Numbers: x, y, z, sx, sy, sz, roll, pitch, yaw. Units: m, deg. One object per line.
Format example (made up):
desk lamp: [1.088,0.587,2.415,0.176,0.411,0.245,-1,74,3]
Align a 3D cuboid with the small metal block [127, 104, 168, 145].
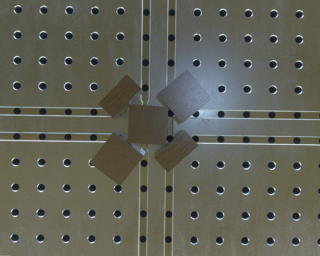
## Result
small metal block: [-0.015,-0.004,0.413,0.050,0.025,0.050,4,89,1]

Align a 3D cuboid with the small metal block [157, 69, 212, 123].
small metal block: [0.032,-0.041,0.413,0.050,0.025,0.050,-40,90,0]

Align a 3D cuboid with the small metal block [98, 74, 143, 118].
small metal block: [-0.049,-0.039,0.400,0.025,0.050,0.050,44,91,-1]

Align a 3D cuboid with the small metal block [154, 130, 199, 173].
small metal block: [0.020,0.028,0.401,0.050,0.050,0.025,-42,90,0]

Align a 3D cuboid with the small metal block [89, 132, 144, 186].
small metal block: [-0.056,0.040,0.413,0.050,0.025,0.050,38,89,-1]
